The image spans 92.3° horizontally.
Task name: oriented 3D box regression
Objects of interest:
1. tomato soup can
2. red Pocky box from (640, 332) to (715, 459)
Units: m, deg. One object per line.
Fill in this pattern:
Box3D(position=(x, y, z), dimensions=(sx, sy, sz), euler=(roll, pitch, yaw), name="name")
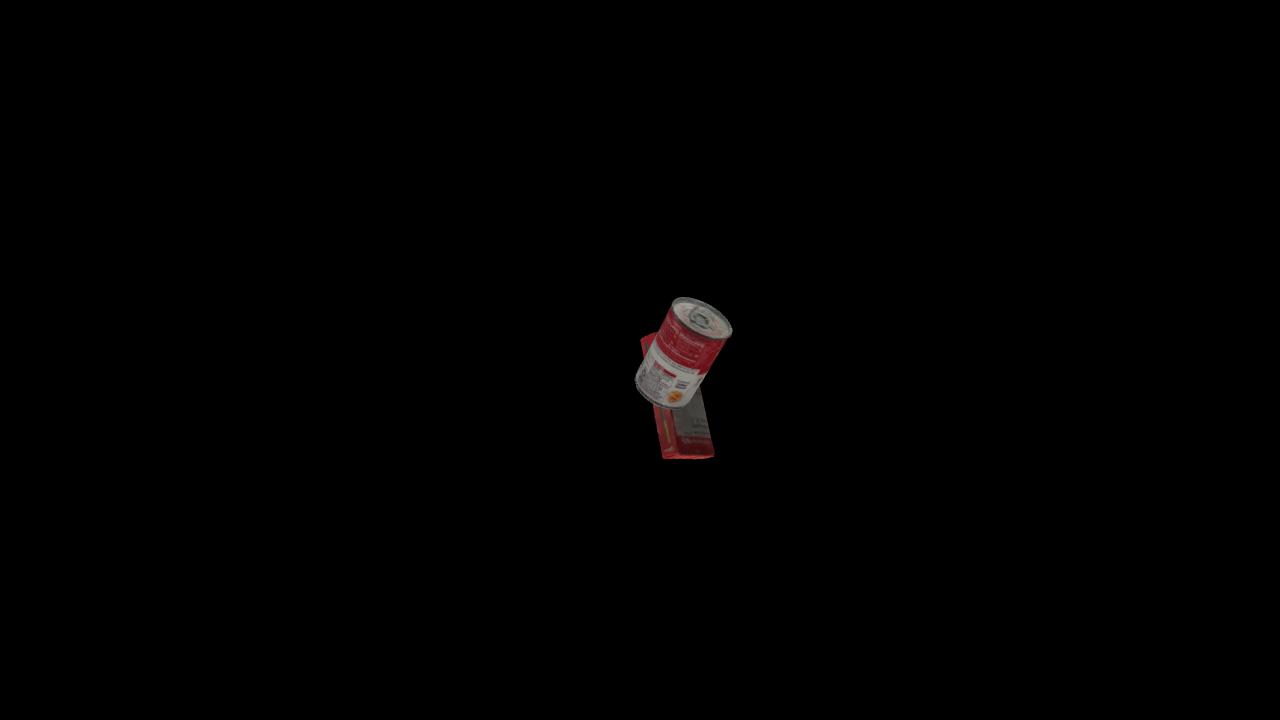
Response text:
Box3D(position=(0.043, -0.005, 0.641), dimensions=(0.068, 0.101, 0.068), euler=(19, 33, -13), name="tomato soup can")
Box3D(position=(0.046, 0.046, 0.761), dimensions=(0.028, 0.155, 0.083), euler=(-22, -21, 32), name="red Pocky box")
